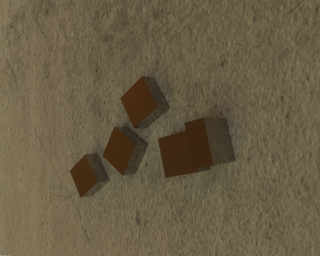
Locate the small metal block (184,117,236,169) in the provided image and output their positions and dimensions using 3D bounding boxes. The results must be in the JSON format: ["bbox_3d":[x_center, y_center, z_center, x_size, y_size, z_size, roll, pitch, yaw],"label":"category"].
[{"bbox_3d":[0.056,0.016,0.341,0.025,0.050,0.050,-17,80,38],"label":"small metal block"}]

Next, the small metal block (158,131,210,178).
[{"bbox_3d":[0.029,0.032,0.380,0.050,0.025,0.050,-17,79,38],"label":"small metal block"}]

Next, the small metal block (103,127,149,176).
[{"bbox_3d":[-0.050,0.032,0.444,0.050,0.025,0.050,37,113,33],"label":"small metal block"}]

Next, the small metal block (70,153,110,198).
[{"bbox_3d":[-0.113,0.076,0.496,0.050,0.025,0.050,-43,64,31],"label":"small metal block"}]

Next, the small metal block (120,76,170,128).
[{"bbox_3d":[-0.021,-0.034,0.420,0.050,0.025,0.050,-40,66,32],"label":"small metal block"}]
